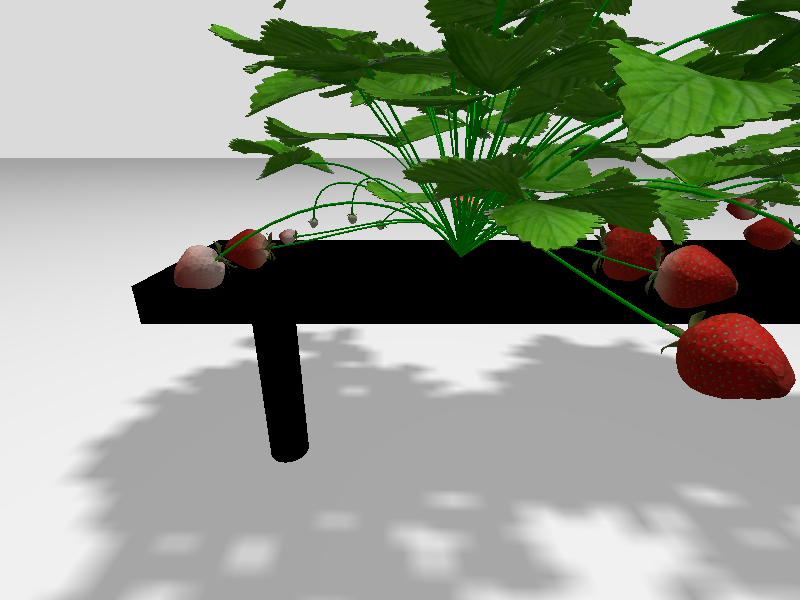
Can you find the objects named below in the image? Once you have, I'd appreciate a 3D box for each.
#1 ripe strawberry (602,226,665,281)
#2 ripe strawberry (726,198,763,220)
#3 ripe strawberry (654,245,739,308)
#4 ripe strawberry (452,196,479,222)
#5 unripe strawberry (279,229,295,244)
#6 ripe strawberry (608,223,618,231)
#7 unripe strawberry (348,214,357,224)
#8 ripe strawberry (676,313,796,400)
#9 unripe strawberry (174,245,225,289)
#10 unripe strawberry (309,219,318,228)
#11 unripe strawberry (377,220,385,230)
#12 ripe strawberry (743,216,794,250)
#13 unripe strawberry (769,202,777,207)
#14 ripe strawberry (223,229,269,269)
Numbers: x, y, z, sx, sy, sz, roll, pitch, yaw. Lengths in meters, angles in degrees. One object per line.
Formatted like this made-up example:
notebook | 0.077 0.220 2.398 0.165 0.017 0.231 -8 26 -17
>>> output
ripe strawberry | 0.166 -0.033 0.286 0.039 0.041 0.036 14 25 30
ripe strawberry | 0.460 -0.125 0.538 0.034 0.036 0.037 -5 13 -12
ripe strawberry | 0.180 -0.013 0.243 0.040 0.039 0.037 20 29 40
ripe strawberry | 0.085 -0.118 0.517 0.034 0.036 0.037 4 21 9
unripe strawberry | -0.113 -0.064 0.402 0.017 0.014 0.017 5 22 15
ripe strawberry | 0.236 -0.079 0.420 0.031 0.031 0.034 2 21 15
unripe strawberry | -0.057 -0.096 0.478 0.011 0.011 0.011 -17 27 -37
ripe strawberry | 0.130 0.024 0.155 0.033 0.034 0.036 -7 23 -18
unripe strawberry | -0.139 -0.021 0.275 0.033 0.032 0.030 -29 29 -13
unripe strawberry | -0.092 -0.082 0.428 0.010 0.010 0.009 11 24 26
unripe strawberry | -0.023 -0.087 0.469 0.010 0.011 0.011 -13 -16 -31
ripe strawberry | 0.347 -0.064 0.379 0.035 0.030 0.035 3 21 9
unripe strawberry | 0.535 -0.139 0.574 0.009 0.010 0.010 3 21 7
ripe strawberry | -0.124 -0.041 0.323 0.034 0.033 0.031 -4 22 -10
